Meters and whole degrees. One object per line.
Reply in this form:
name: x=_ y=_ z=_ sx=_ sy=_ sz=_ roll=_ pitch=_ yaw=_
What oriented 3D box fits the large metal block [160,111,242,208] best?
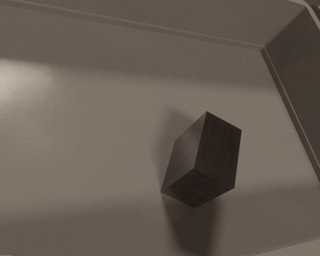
large metal block: x=0.049 y=0.040 z=0.374 sx=0.050 sy=0.080 sz=0.080 roll=27 pitch=52 yaw=-12
